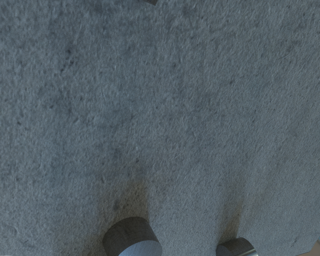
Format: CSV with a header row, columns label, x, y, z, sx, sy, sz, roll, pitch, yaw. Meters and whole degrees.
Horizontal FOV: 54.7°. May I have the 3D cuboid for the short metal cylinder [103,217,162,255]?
label,x,y,z,sx,sy,sz,roll,pitch,yaw
short metal cylinder,-0.043,0.187,0.484,0.081,0.050,0.079,-14,125,-21

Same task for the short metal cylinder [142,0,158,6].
label,x,y,z,sx,sy,sz,roll,pitch,yaw
short metal cylinder,-0.030,-0.147,0.265,0.081,0.080,0.050,13,111,-34

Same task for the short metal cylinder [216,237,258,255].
label,x,y,z,sx,sy,sz,roll,pitch,yaw
short metal cylinder,0.157,0.270,0.628,0.050,0.080,0.079,-12,124,-23
